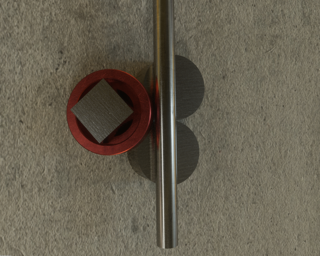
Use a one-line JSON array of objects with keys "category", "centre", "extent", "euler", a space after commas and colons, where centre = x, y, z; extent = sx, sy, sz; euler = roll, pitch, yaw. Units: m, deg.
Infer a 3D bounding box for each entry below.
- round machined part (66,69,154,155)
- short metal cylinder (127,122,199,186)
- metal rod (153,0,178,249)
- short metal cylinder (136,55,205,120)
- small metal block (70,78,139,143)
[{"category": "round machined part", "centre": [-0.055, -0.017, 0.367], "extent": [0.098, 0.042, 0.097], "euler": [0, 88, 9]}, {"category": "short metal cylinder", "centre": [0.003, 0.030, 0.398], "extent": [0.081, 0.050, 0.080], "euler": [0, 89, -20]}, {"category": "metal rod", "centre": [0.006, -0.014, 0.360], "extent": [0.025, 0.025, 0.298], "euler": [-1, 90, -20]}, {"category": "short metal cylinder", "centre": [0.010, -0.050, 0.401], "extent": [0.081, 0.050, 0.079], "euler": [0, 90, -20]}, {"category": "small metal block", "centre": [-0.061, -0.018, 0.345], "extent": [0.050, 0.025, 0.050], "euler": [-43, 82, 4]}]
